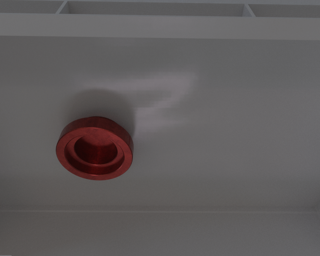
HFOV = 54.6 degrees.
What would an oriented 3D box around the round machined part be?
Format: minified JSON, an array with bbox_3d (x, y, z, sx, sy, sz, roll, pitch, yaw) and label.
[{"bbox_3d":[-0.084,0.023,0.416,0.099,0.042,0.097,0,130,0],"label":"round machined part"}]
